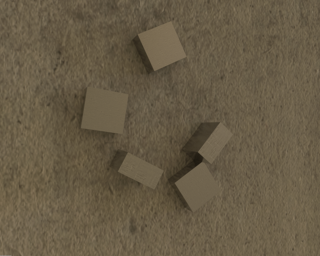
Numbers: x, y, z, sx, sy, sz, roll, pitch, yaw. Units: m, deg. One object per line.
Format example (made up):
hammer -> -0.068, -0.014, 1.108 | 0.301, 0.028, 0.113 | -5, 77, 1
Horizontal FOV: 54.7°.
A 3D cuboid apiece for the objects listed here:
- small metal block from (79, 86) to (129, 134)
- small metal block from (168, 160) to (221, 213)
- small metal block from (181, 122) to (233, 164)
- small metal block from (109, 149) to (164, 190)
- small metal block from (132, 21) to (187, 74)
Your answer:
small metal block -> -0.070, -0.021, 0.384 | 0.050, 0.025, 0.050 | 9, 87, -20
small metal block -> 0.047, 0.079, 0.428 | 0.050, 0.025, 0.050 | -35, 102, -17
small metal block -> 0.063, 0.019, 0.420 | 0.025, 0.050, 0.050 | 42, 76, -15
small metal block -> -0.030, 0.050, 0.385 | 0.050, 0.050, 0.025 | 30, 80, -18
small metal block -> -0.001, -0.106, 0.410 | 0.050, 0.025, 0.050 | -28, 100, -18
